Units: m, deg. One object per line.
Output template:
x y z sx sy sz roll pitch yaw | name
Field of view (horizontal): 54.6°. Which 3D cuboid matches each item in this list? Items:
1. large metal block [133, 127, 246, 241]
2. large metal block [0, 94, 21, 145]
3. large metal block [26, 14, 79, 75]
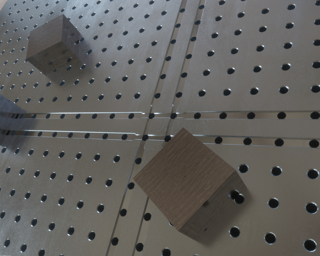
0.032 0.060 0.340 0.080 0.050 0.080 -46 51 -4 | large metal block
-0.322 -0.018 0.574 0.080 0.050 0.080 4 64 30 | large metal block
-0.205 -0.161 0.601 0.080 0.050 0.080 -21 54 16 | large metal block
